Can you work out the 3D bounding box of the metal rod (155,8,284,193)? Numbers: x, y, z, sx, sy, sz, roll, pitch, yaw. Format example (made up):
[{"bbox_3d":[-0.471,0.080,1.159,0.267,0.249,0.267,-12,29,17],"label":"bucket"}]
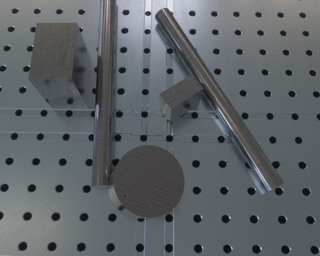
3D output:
[{"bbox_3d":[0.073,-0.050,0.430,0.025,0.025,0.299,-26,72,-9],"label":"metal rod"}]

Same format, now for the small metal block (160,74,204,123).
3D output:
[{"bbox_3d":[0.027,-0.038,0.412,0.050,0.050,0.025,-33,74,-11],"label":"small metal block"}]

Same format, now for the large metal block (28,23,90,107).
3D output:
[{"bbox_3d":[-0.128,-0.081,0.411,0.050,0.080,0.080,-1,70,0],"label":"large metal block"}]

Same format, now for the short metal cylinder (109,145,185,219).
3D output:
[{"bbox_3d":[-0.018,0.065,0.364,0.081,0.050,0.080,5,71,-15],"label":"short metal cylinder"}]

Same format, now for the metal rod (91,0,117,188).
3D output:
[{"bbox_3d":[-0.077,-0.067,0.435,0.025,0.025,0.299,-1,70,-1],"label":"metal rod"}]
